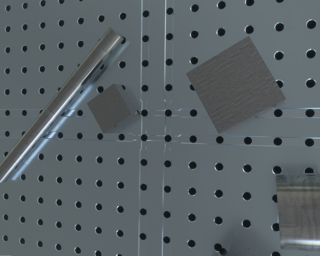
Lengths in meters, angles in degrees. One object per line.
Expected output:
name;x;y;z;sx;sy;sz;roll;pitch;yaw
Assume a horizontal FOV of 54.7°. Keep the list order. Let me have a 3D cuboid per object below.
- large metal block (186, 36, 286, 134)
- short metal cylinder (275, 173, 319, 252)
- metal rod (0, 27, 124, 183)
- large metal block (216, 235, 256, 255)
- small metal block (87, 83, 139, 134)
large metal block;0.090;-0.047;0.367;0.080;0.050;0.080;-30;81;17
short metal cylinder;0.153;0.088;0.330;0.050;0.080;0.079;-4;89;20
metal rod;-0.160;-0.027;0.467;0.299;0.025;0.025;-47;76;13
large metal block;0.095;0.181;0.350;0.080;0.080;0.050;41;103;15
small metal block;-0.066;-0.027;0.435;0.050;0.025;0.050;-33;80;16
